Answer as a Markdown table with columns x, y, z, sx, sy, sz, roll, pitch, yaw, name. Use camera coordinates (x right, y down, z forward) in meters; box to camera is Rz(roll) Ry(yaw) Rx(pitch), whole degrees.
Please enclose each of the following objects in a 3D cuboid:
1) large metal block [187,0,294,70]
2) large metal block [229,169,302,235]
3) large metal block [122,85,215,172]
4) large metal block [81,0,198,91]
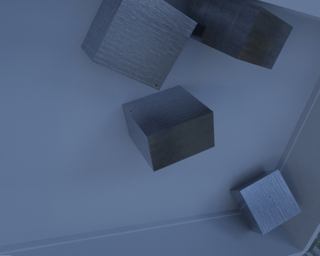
| x | y | z | sx | sy | sz | roll | pitch | yaw | name |
| --- | --- | --- | --- | --- | --- | --- | --- | --- | --- |
| 0.083 | -0.107 | 0.339 | 0.081 | 0.080 | 0.050 | -1 | 121 | -48 | large metal block |
| 0.183 | 0.128 | 0.545 | 0.080 | 0.050 | 0.080 | -26 | 84 | -13 | large metal block |
| 0.009 | -0.003 | 0.376 | 0.081 | 0.080 | 0.050 | -21 | 126 | -16 | large metal block |
| -0.023 | -0.096 | 0.320 | 0.080 | 0.050 | 0.080 | 20 | 108 | -36 | large metal block |
